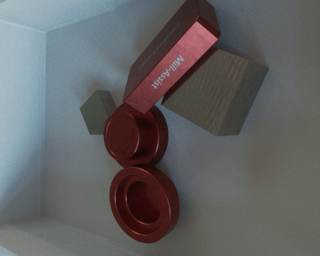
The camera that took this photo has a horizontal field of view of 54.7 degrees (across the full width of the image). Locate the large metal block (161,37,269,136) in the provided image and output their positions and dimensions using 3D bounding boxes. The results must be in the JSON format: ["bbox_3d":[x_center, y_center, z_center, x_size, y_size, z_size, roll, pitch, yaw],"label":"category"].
[{"bbox_3d":[0.058,-0.045,0.341,0.080,0.050,0.079,32,110,35],"label":"large metal block"}]

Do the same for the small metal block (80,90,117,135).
[{"bbox_3d":[-0.094,-0.024,0.481,0.050,0.025,0.050,-39,66,32],"label":"small metal block"}]

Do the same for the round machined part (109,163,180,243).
[{"bbox_3d":[-0.016,0.093,0.401,0.098,0.042,0.097,6,101,35],"label":"round machined part"}]

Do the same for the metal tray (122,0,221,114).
[{"bbox_3d":[0.010,-0.086,0.361,0.129,0.030,0.090,-43,25,31],"label":"metal tray"}]

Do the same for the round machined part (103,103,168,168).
[{"bbox_3d":[-0.040,0.010,0.426,0.098,0.042,0.097,0,90,39],"label":"round machined part"}]
